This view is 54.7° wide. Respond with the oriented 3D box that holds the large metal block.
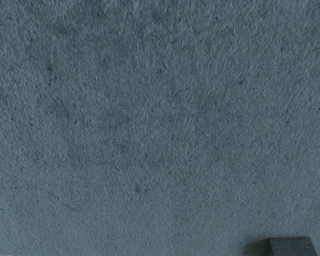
[{"bbox_3d":[0.256,0.261,0.616,0.080,0.050,0.079,-2,130,1],"label":"large metal block"}]
